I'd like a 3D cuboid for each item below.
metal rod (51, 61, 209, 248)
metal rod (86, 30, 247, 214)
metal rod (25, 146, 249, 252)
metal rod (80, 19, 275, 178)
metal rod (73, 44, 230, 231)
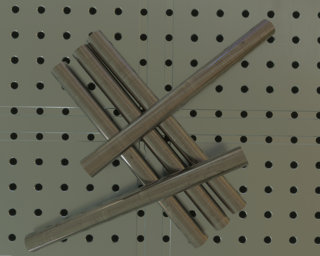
[{"bbox_3d":[-0.040,0.036,0.413,0.025,0.025,0.300,-39,91,0],"label":"metal rod"},{"bbox_3d":[0.009,-0.008,0.413,0.025,0.025,0.300,-40,91,0],"label":"metal rod"},{"bbox_3d":[-0.035,0.093,0.392,0.301,0.025,0.025,-24,90,8],"label":"metal rod"},{"bbox_3d":[0.028,-0.043,0.393,0.301,0.025,0.025,-38,90,-8],"label":"metal rod"},{"bbox_3d":[-0.011,0.013,0.413,0.025,0.025,0.300,-39,91,0],"label":"metal rod"}]
